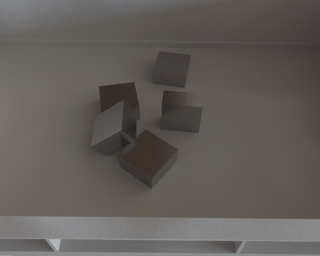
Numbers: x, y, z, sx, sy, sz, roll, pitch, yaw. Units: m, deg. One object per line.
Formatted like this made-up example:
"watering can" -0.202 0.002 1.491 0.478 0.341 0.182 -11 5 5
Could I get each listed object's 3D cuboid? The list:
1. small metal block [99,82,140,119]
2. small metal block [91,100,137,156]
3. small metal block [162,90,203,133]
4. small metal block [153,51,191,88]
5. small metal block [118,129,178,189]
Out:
"small metal block" -0.057 -0.036 0.434 0.050 0.025 0.050 -8 51 -7
"small metal block" -0.057 0.000 0.388 0.050 0.025 0.050 -27 44 26
"small metal block" 0.028 -0.021 0.407 0.050 0.050 0.025 4 50 3
"small metal block" 0.019 -0.092 0.482 0.050 0.025 0.050 9 51 7
"small metal block" -0.014 0.036 0.374 0.050 0.025 0.050 31 57 22
